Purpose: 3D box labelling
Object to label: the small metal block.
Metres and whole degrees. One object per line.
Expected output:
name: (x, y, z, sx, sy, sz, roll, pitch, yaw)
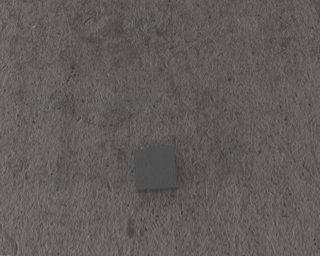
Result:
small metal block: (-0.006, 0.053, 0.389, 0.050, 0.025, 0.050, -4, 70, -2)
